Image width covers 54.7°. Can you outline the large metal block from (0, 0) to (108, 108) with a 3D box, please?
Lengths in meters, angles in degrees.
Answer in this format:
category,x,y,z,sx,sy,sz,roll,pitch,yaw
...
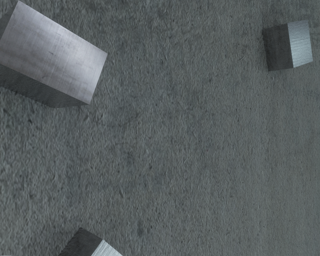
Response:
category,x,y,z,sx,sy,sz,roll,pitch,yaw
large metal block,-0.108,-0.058,0.278,0.080,0.080,0.050,26,74,-37

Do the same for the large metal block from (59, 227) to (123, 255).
category,x,y,z,sx,sy,sz,roll,pitch,yaw
large metal block,-0.073,0.167,0.328,0.080,0.050,0.080,52,60,-27

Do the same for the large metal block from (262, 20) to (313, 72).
category,x,y,z,sx,sy,sz,roll,pitch,yaw
large metal block,0.245,-0.158,0.593,0.081,0.050,0.080,-21,104,-38
